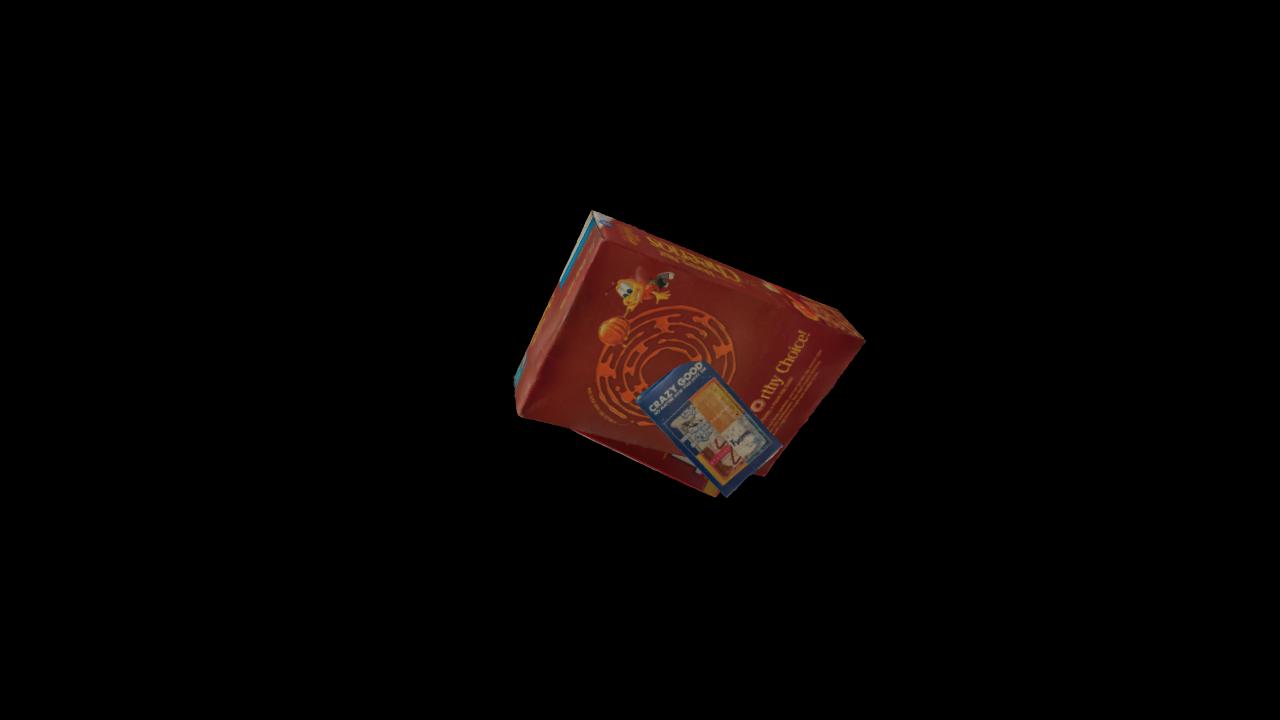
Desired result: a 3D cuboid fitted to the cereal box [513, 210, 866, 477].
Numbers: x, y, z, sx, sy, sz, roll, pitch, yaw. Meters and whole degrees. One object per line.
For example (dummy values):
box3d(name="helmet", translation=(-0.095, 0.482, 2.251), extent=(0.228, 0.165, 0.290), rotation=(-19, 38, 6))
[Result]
box3d(name="cereal box", translation=(0.048, -0.002, 0.634), extent=(0.306, 0.203, 0.081), rotation=(17, 28, -22))

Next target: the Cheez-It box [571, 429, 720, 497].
box3d(name="Cheez-It box", translation=(0.023, 0.044, 0.748), extent=(0.223, 0.166, 0.071), rotation=(26, -6, -3))

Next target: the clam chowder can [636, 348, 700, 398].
box3d(name="clam chowder can", translation=(-0.022, -0.018, 0.737), extent=(0.068, 0.068, 0.102), rotation=(0, 35, 41))

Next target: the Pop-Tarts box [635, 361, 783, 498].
box3d(name="Pop-Tarts box", translation=(0.057, 0.051, 0.683), extent=(0.083, 0.141, 0.167), rotation=(-43, 13, -1))
